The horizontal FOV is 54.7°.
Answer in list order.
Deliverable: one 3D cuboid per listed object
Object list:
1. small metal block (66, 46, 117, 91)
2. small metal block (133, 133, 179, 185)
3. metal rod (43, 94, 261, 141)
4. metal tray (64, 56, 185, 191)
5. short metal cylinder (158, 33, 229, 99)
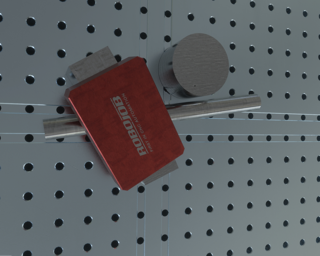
[{"bbox_3d":[-0.082,-0.070,0.369,0.050,0.050,0.025,-33,101,-17],"label":"small metal block"},{"bbox_3d":[-0.011,0.040,0.408,0.050,0.025,0.050,-25,99,-19],"label":"small metal block"},{"bbox_3d":[0.005,-0.019,0.415,0.303,0.025,0.025,-8,93,-20],"label":"metal rod"},{"bbox_3d":[-0.037,-0.005,0.356,0.091,0.030,0.129,-32,112,-17],"label":"metal tray"},{"bbox_3d":[0.044,-0.081,0.416,0.081,0.050,0.079,0,90,-21],"label":"short metal cylinder"}]
